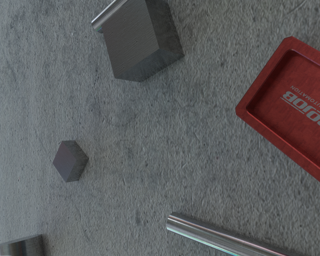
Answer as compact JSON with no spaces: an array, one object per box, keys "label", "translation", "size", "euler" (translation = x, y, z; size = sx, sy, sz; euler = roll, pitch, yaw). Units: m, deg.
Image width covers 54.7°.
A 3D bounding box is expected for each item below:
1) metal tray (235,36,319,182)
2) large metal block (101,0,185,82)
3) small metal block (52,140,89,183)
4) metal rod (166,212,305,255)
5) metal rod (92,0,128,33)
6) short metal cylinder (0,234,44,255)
[{"label":"metal tray","translation":[0.145,-0.012,0.281],"size":[0.130,0.030,0.089],"euler":[45,117,30]},{"label":"large metal block","translation":[-0.024,-0.115,0.407],"size":[0.080,0.050,0.080],"euler":[-25,75,37]},{"label":"small metal block","translation":[-0.153,0.056,0.528],"size":[0.050,0.025,0.050],"euler":[44,116,31]},{"label":"metal rod","translation":[0.132,0.133,0.295],"size":[0.300,0.025,0.025],"euler":[8,95,39]},{"label":"metal rod","translation":[0.013,-0.211,0.392],"size":[0.299,0.025,0.025],"euler":[-26,74,36]},{"label":"short metal cylinder","translation":[-0.263,0.236,0.582],"size":[0.080,0.081,0.050],"euler":[-21,77,38]}]
